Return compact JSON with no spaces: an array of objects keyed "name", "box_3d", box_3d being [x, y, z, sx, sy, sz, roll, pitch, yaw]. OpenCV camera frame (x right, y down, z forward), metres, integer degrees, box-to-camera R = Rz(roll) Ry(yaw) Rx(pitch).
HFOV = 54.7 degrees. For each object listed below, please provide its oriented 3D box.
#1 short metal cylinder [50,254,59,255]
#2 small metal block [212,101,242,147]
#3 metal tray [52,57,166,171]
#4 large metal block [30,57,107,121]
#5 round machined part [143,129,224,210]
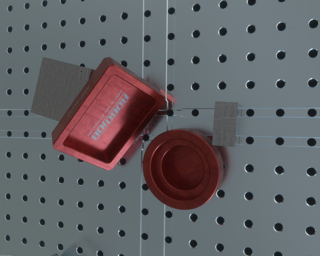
[{"name":"short metal cylinder","box_3d":[-0.162,0.229,0.440,0.050,0.080,0.080,40,103,15]},{"name":"small metal block","box_3d":[0.081,-0.005,0.371,0.025,0.050,0.050,4,91,19]},{"name":"metal tray","box_3d":[-0.067,-0.014,0.402,0.130,0.090,0.030,-52,35,13]},{"name":"large metal block","box_3d":[-0.128,-0.050,0.444,0.080,0.050,0.080,17,96,19]},{"name":"round machined part","box_3d":[0.032,0.048,0.388,0.098,0.042,0.097,3,96,25]}]
